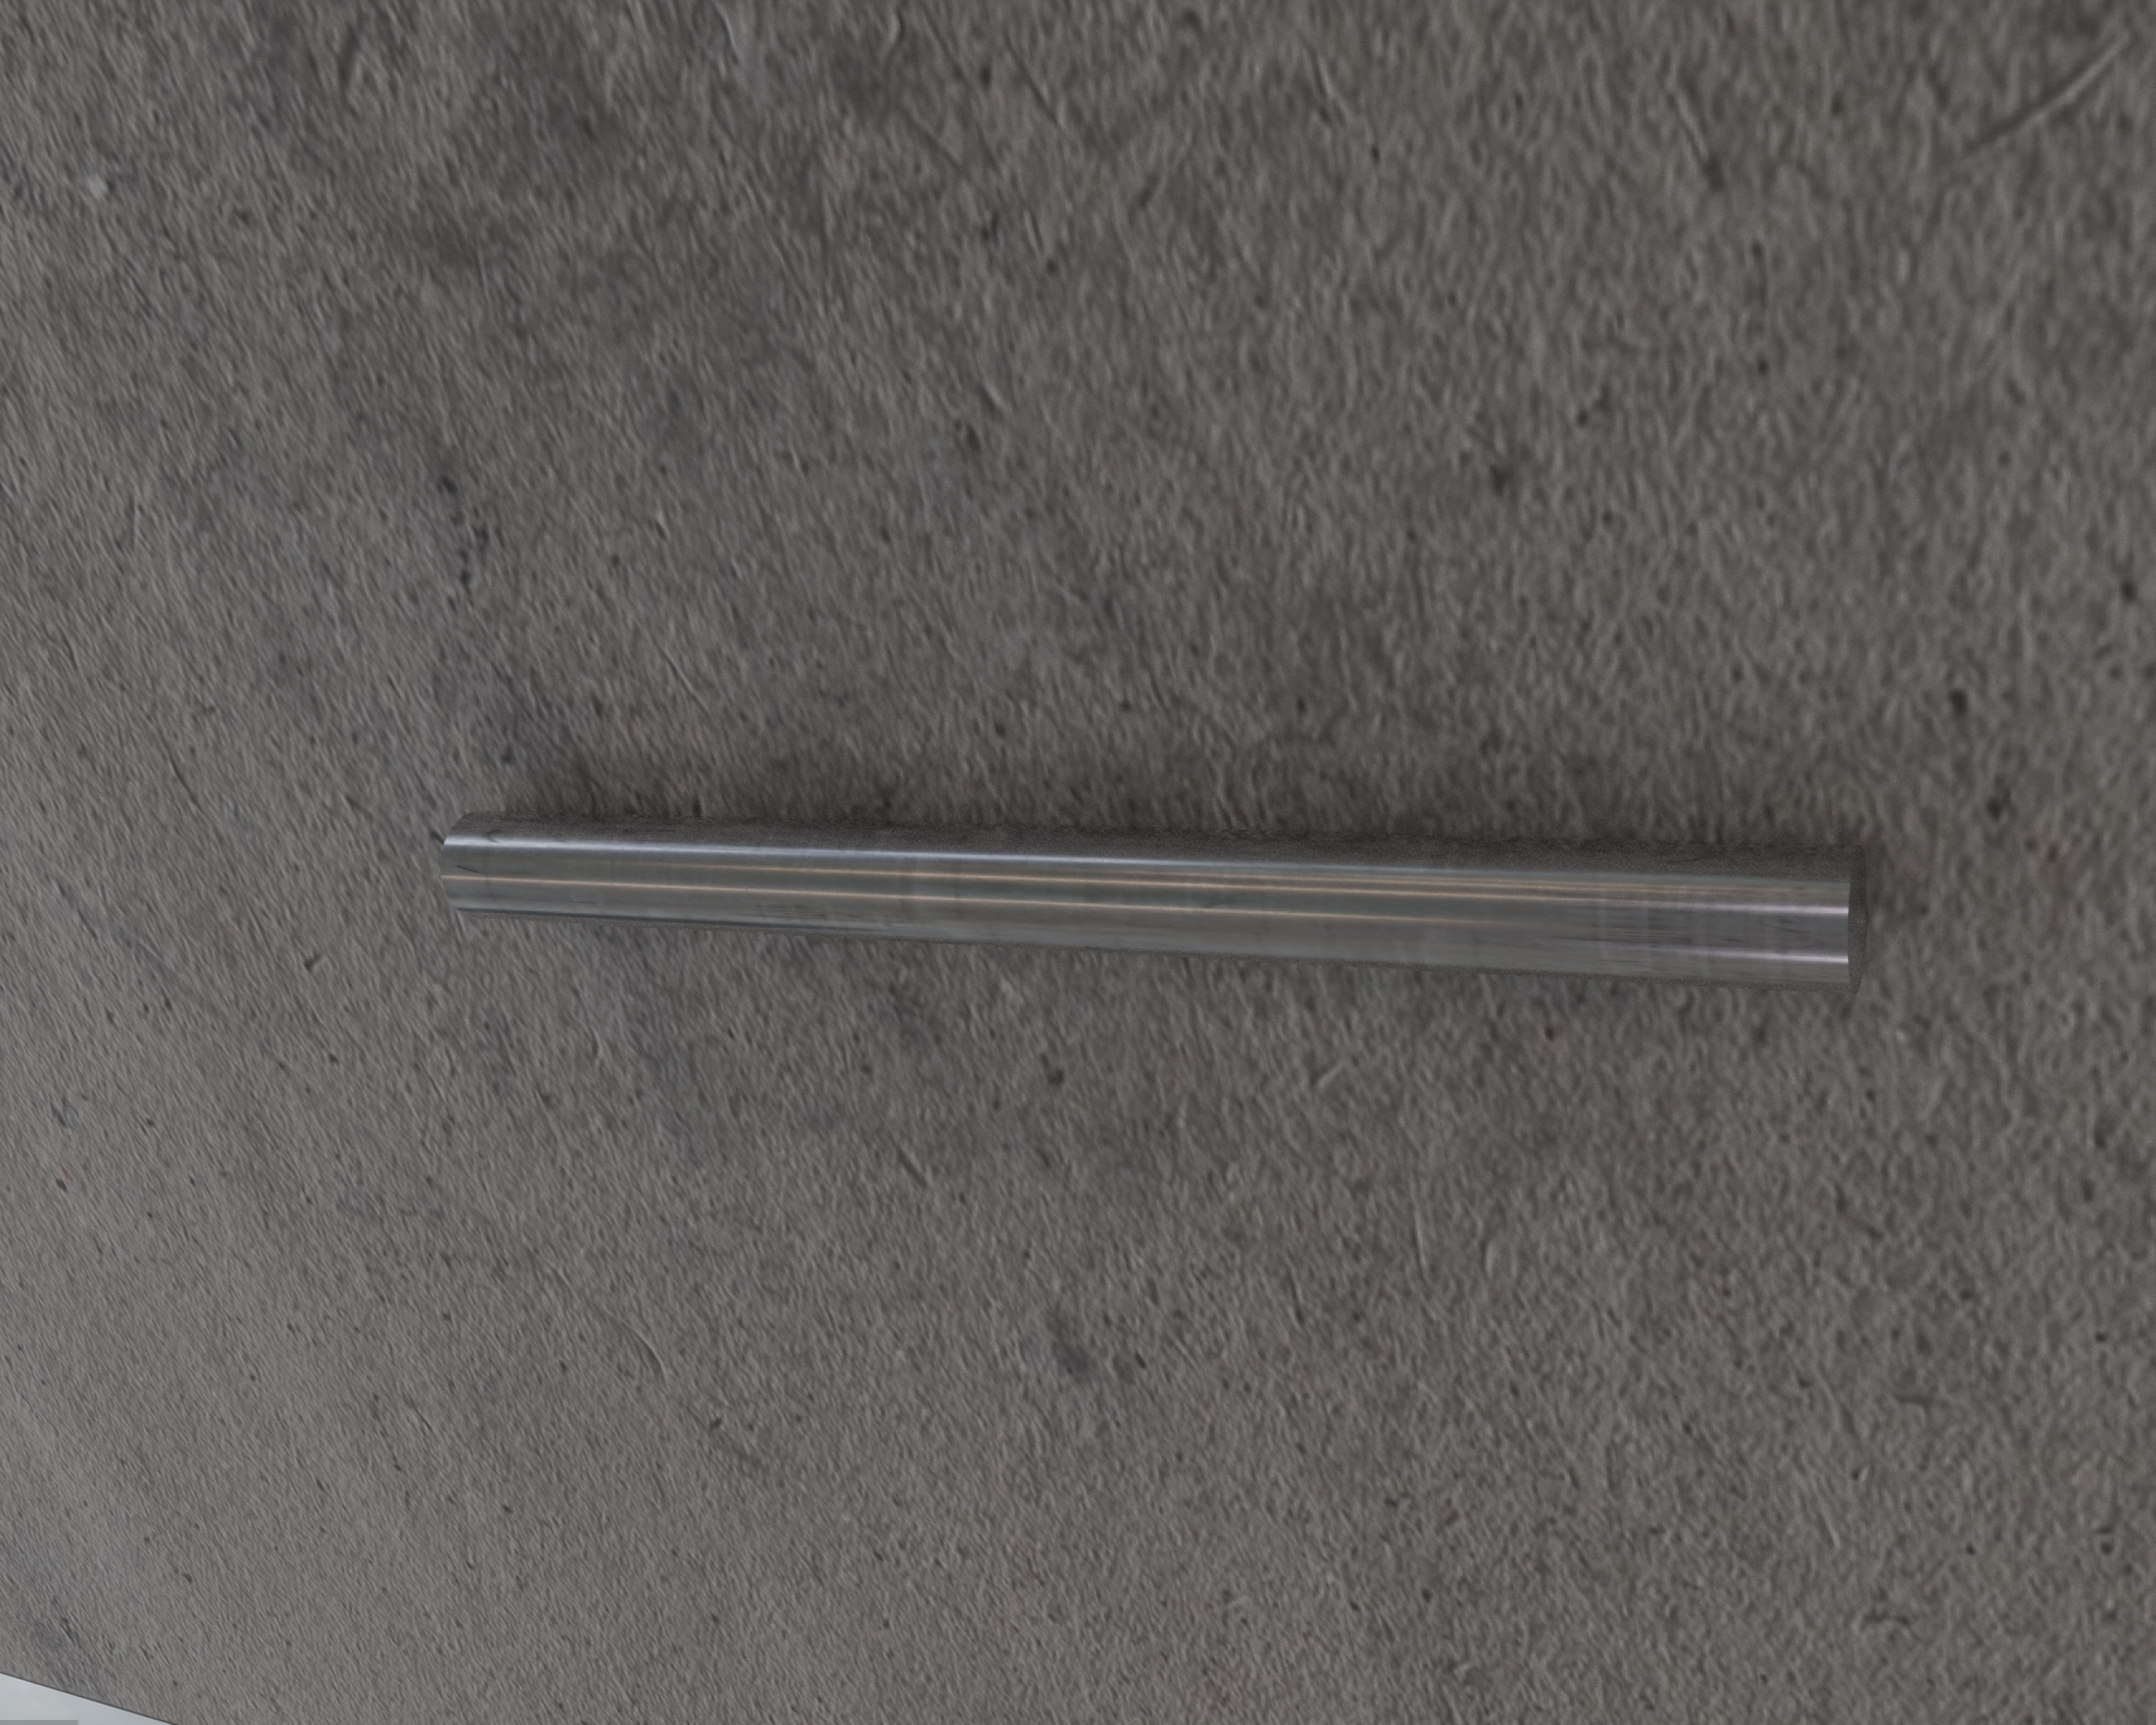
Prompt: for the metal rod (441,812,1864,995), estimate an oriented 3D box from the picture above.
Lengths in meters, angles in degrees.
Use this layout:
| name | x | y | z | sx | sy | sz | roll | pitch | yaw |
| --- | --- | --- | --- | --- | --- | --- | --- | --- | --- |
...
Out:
| name | x | y | z | sx | sy | sz | roll | pitch | yaw |
| --- | --- | --- | --- | --- | --- | --- | --- | --- | --- |
| metal rod | -0.004 | 0.005 | 0.414 | 0.300 | 0.025 | 0.025 | 2 | 119 | 27 |
